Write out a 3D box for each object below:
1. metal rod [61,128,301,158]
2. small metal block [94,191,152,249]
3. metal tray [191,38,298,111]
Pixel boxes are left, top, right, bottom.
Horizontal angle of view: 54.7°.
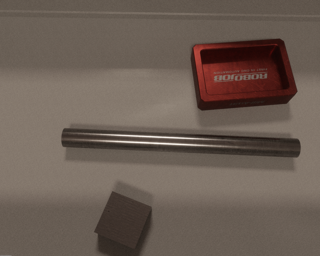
[{"bbox_3d":[0.026,0.019,0.402,0.302,0.025,0.025,3,70,0],"label":"metal rod"},{"bbox_3d":[-0.043,0.110,0.369,0.050,0.025,0.050,20,71,7],"label":"small metal block"},{"bbox_3d":[0.114,-0.076,0.436,0.131,0.030,0.090,-5,70,-2],"label":"metal tray"}]
